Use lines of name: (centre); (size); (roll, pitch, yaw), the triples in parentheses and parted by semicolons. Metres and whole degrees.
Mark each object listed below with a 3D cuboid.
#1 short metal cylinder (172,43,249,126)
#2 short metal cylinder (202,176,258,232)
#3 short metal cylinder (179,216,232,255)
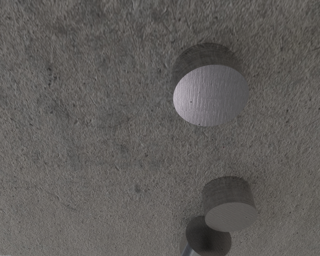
short metal cylinder: (0.054, -0.048, 0.350); (0.081, 0.050, 0.079); (0, 130, 0)
short metal cylinder: (0.110, 0.123, 0.496); (0.081, 0.050, 0.079); (0, 130, 0)
short metal cylinder: (0.079, 0.204, 0.545); (0.081, 0.080, 0.050); (8, 130, -7)
